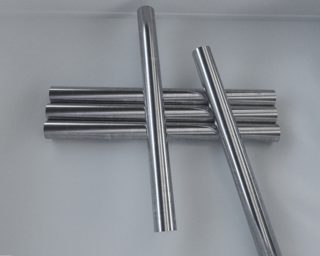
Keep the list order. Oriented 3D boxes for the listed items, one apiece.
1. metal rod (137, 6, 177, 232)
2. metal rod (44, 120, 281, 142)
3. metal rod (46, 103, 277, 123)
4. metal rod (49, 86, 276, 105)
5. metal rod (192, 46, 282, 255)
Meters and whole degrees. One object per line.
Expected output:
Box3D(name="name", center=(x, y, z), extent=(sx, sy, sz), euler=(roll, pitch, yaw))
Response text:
Box3D(name="metal rod", center=(-0.007, -0.026, 0.391), extent=(0.025, 0.025, 0.299), euler=(-5, 70, -2))
Box3D(name="metal rod", center=(0.003, 0.004, 0.407), extent=(0.302, 0.025, 0.025), euler=(1, 70, 0))
Box3D(name="metal rod", center=(0.002, -0.019, 0.415), extent=(0.302, 0.025, 0.025), euler=(1, 70, 0))
Box3D(name="metal rod", center=(0.004, -0.042, 0.424), extent=(0.302, 0.025, 0.025), euler=(1, 70, 0))
Box3D(name="metal rod", center=(0.094, 0.039, 0.374), extent=(0.025, 0.025, 0.299), euler=(-15, 78, -6))
